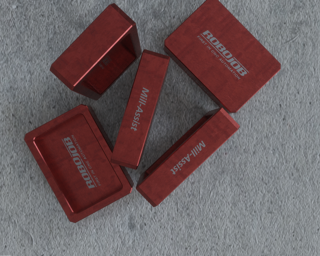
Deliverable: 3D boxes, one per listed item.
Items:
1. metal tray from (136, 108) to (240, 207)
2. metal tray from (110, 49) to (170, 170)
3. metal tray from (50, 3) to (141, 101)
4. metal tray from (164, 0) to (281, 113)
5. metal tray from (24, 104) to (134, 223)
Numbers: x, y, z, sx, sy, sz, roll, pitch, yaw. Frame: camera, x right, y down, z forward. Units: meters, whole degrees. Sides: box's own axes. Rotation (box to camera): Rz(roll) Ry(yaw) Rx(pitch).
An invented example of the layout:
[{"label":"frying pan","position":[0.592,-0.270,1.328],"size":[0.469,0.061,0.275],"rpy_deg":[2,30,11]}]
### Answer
[{"label":"metal tray","position":[0.030,0.032,0.379],"size":[0.130,0.090,0.030],"rpy_deg":[-43,90,0]},{"label":"metal tray","position":[-0.022,-0.021,0.378],"size":[0.030,0.090,0.129],"rpy_deg":[17,90,0]},{"label":"metal tray","position":[-0.065,-0.079,0.358],"size":[0.030,0.130,0.090],"rpy_deg":[44,90,-1]},{"label":"metal tray","position":[0.080,-0.094,0.410],"size":[0.090,0.030,0.130],"rpy_deg":[-44,91,0]},{"label":"metal tray","position":[-0.104,0.045,0.407],"size":[0.090,0.030,0.130],"rpy_deg":[-29,90,-1]}]
